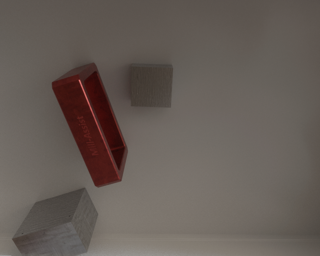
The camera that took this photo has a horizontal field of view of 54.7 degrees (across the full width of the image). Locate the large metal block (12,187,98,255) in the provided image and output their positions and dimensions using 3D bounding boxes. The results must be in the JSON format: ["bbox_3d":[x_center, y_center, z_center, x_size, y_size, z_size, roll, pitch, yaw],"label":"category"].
[{"bbox_3d":[-0.140,0.135,0.430,0.080,0.080,0.050,-17,109,6],"label":"large metal block"}]

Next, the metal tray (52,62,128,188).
[{"bbox_3d":[-0.077,-0.007,0.373,0.030,0.090,0.129,-16,110,6],"label":"metal tray"}]

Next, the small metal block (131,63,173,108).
[{"bbox_3d":[-0.010,-0.054,0.391,0.050,0.025,0.050,2,110,-1],"label":"small metal block"}]
